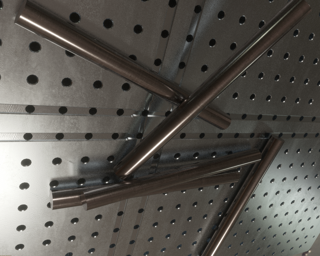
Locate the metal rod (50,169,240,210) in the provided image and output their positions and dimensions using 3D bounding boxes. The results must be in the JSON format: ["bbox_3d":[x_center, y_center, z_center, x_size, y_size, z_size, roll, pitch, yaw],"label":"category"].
[{"bbox_3d":[-0.004,0.086,0.464,0.303,0.025,0.025,-2,120,-28],"label":"metal rod"}]

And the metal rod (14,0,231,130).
[{"bbox_3d":[-0.015,-0.057,0.369,0.302,0.025,0.025,24,106,-37],"label":"metal rod"}]

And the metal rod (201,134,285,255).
[{"bbox_3d":[0.148,0.146,0.585,0.025,0.025,0.298,11,113,-33],"label":"metal rod"}]

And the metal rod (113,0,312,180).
[{"bbox_3d":[0.051,-0.037,0.378,0.299,0.025,0.025,-43,131,17],"label":"metal rod"}]

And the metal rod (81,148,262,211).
[{"bbox_3d":[0.035,0.069,0.459,0.303,0.025,0.025,-10,123,-29],"label":"metal rod"}]
